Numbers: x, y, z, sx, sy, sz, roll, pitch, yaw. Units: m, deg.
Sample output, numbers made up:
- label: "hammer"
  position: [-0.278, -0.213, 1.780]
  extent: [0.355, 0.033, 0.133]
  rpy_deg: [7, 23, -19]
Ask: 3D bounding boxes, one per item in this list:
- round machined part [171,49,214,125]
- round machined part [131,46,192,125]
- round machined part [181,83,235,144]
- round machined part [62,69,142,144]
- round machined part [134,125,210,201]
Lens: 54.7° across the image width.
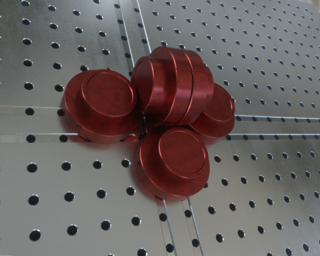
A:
- label: "round machined part"
  position: [0.033, -0.053, 0.406]
  extent: [0.042, 0.097, 0.098]
  rpy_deg: [-1, 62, -29]
- label: "round machined part"
  position: [-0.005, -0.052, 0.384]
  extent: [0.042, 0.097, 0.098]
  rpy_deg: [1, 61, -28]
- label: "round machined part"
  position: [0.070, -0.029, 0.454]
  extent: [0.099, 0.042, 0.098]
  rpy_deg: [14, 56, -21]
- label: "round machined part"
  position: [-0.067, -0.033, 0.382]
  extent: [0.099, 0.042, 0.098]
  rpy_deg: [14, 56, -21]
- label: "round machined part"
  position: [0.021, 0.038, 0.387]
  extent: [0.099, 0.042, 0.098]
  rpy_deg: [14, 56, -21]
